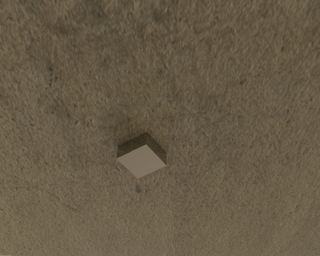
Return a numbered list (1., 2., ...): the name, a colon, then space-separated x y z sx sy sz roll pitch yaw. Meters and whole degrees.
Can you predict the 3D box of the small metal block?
1. small metal block: -0.025 0.040 0.440 0.050 0.025 0.050 -27 125 21
